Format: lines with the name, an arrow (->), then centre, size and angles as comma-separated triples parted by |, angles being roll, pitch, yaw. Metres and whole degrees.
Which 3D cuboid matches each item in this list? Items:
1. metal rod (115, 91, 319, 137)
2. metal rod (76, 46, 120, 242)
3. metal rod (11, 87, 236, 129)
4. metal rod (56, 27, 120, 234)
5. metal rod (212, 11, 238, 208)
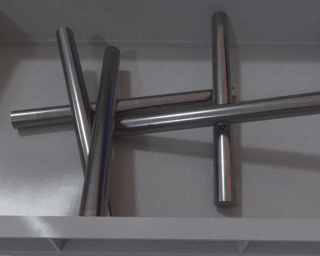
metal rod -> 0.062, -0.014, 0.368 | 0.301, 0.025, 0.025 | -7, 49, 14
metal rod -> -0.067, -0.012, 0.374 | 0.025, 0.025, 0.300 | -2, 44, -2
metal rod -> -0.044, -0.029, 0.428 | 0.302, 0.025, 0.025 | -7, 51, -6
metal rod -> -0.098, -0.018, 0.389 | 0.025, 0.025, 0.299 | -14, 60, -11
metal rod -> 0.083, -0.045, 0.413 | 0.025, 0.025, 0.300 | 3, 59, 3
